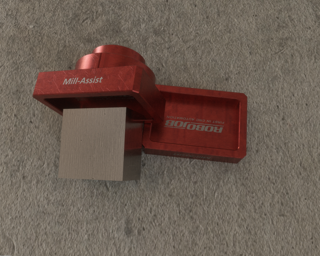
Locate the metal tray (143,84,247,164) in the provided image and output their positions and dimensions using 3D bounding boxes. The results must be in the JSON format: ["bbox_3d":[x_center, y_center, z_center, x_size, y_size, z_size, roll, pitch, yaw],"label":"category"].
[{"bbox_3d":[0.046,-0.006,0.409,0.131,0.030,0.090,6,70,2],"label":"metal tray"}]

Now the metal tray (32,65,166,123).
[{"bbox_3d":[-0.068,-0.035,0.369,0.130,0.090,0.030,0,70,19],"label":"metal tray"}]

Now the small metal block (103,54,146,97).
[{"bbox_3d":[-0.049,-0.074,0.436,0.050,0.025,0.050,6,70,2],"label":"small metal block"}]

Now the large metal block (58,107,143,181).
[{"bbox_3d":[-0.068,0.020,0.368,0.080,0.050,0.080,0,82,18],"label":"large metal block"}]

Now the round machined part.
[{"bbox_3d":[-0.054,-0.066,0.383,0.099,0.098,0.042,6,70,2],"label":"round machined part"}]
